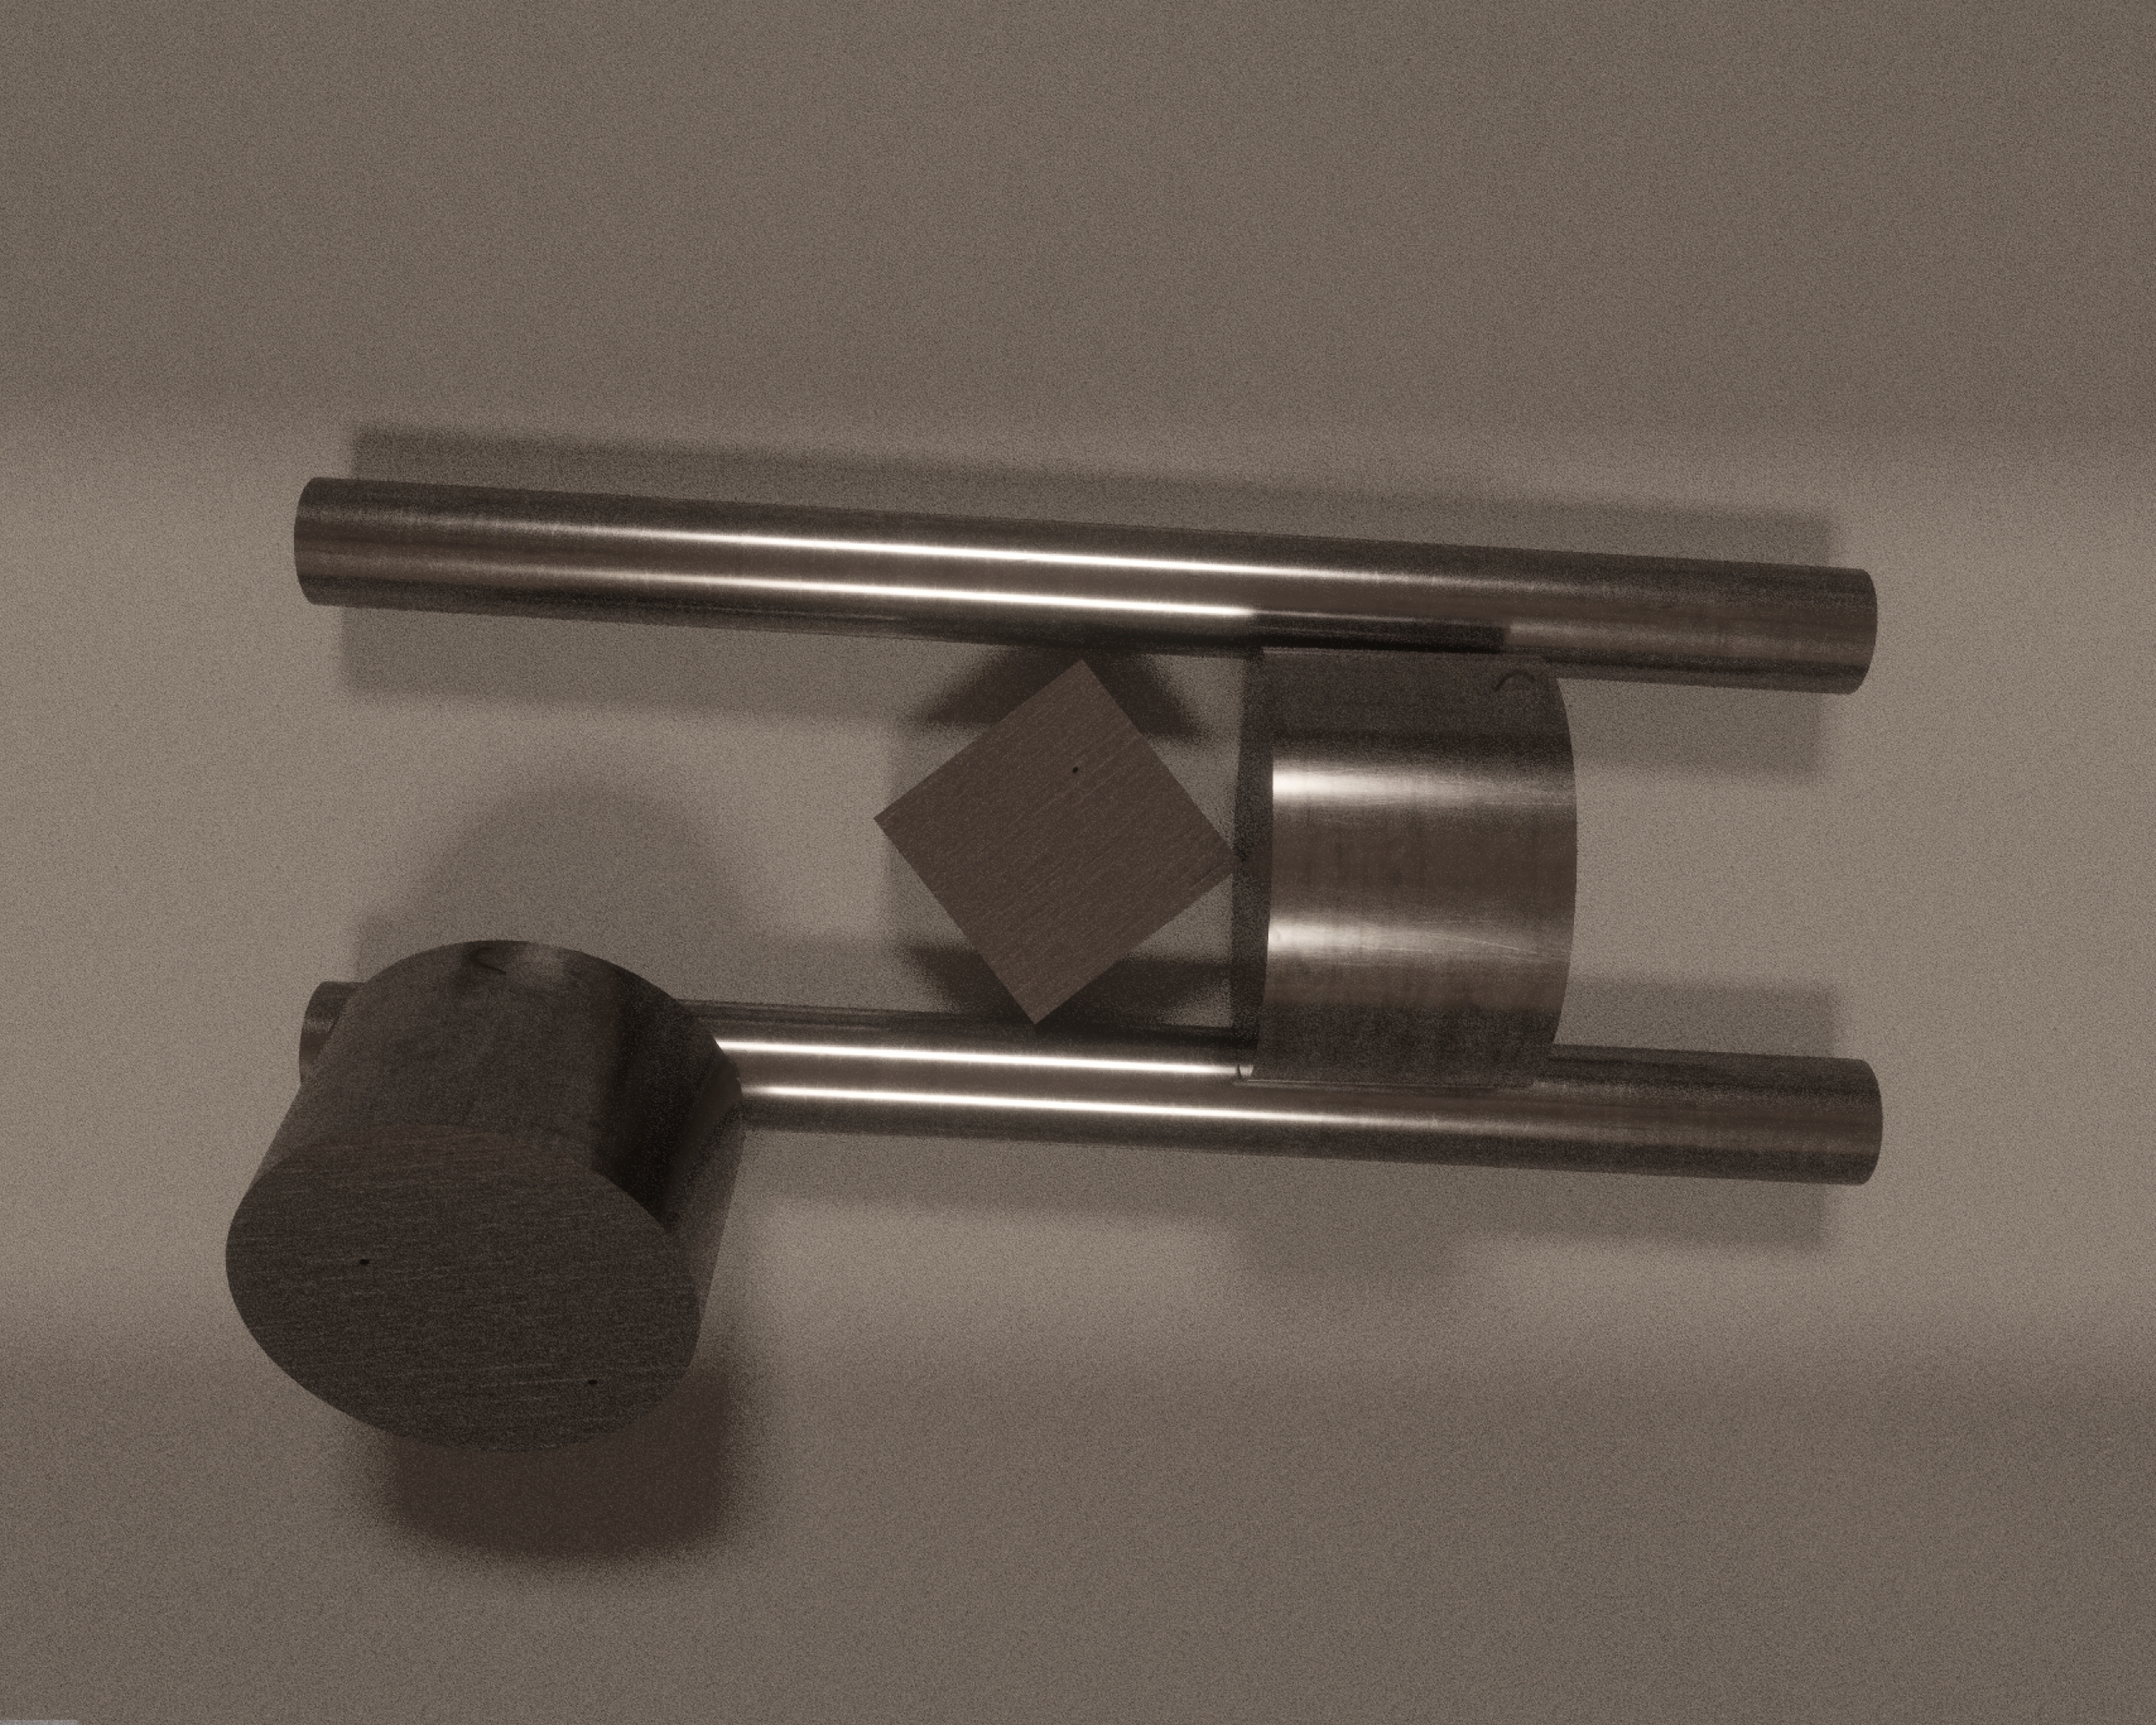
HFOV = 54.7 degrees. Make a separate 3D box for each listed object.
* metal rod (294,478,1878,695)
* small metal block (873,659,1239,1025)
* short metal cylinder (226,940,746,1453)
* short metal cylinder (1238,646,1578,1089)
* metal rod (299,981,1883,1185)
[{"bbox_3d":[0.002,-0.054,0.409,0.302,0.025,0.025,3,90,-1],"label":"metal rod"},{"bbox_3d":[-0.004,-0.004,0.410,0.050,0.025,0.050,-38,91,0],"label":"small metal block"},{"bbox_3d":[-0.105,0.061,0.379,0.081,0.050,0.079,1,124,1],"label":"short metal cylinder"},{"bbox_3d":[0.057,0.001,0.383,0.050,0.080,0.079,2,90,0],"label":"short metal cylinder"},{"bbox_3d":[0.003,0.043,0.409,0.302,0.025,0.025,3,90,-1],"label":"metal rod"}]
